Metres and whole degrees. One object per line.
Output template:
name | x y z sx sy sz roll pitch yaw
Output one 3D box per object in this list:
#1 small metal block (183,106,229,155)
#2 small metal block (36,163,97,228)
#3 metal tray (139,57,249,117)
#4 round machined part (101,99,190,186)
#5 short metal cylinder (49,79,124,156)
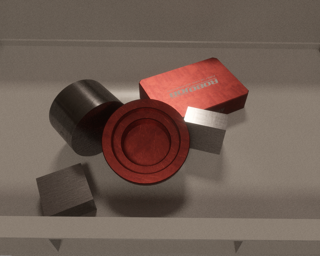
small metal block | 0.055 0.004 0.386 0.050 0.050 0.025 12 51 10
small metal block | -0.103 0.073 0.342 0.050 0.025 0.050 -19 53 -16
metal tray | 0.047 -0.049 0.443 0.131 0.030 0.090 -21 53 -17
round machined part | -0.016 0.018 0.363 0.099 0.042 0.098 0 75 -1
short metal cylinder | -0.085 -0.012 0.378 0.080 0.080 0.050 -34 58 -25
